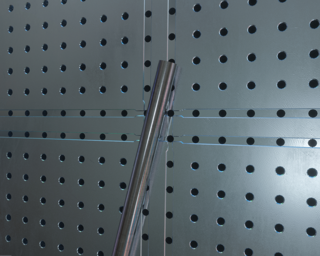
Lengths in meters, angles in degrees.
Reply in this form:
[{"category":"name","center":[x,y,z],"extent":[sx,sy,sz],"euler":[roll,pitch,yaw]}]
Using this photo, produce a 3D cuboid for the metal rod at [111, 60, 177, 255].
[{"category":"metal rod","center":[-0.025,0.058,0.421],"extent":[0.025,0.025,0.298],"euler":[16,95,19]}]
